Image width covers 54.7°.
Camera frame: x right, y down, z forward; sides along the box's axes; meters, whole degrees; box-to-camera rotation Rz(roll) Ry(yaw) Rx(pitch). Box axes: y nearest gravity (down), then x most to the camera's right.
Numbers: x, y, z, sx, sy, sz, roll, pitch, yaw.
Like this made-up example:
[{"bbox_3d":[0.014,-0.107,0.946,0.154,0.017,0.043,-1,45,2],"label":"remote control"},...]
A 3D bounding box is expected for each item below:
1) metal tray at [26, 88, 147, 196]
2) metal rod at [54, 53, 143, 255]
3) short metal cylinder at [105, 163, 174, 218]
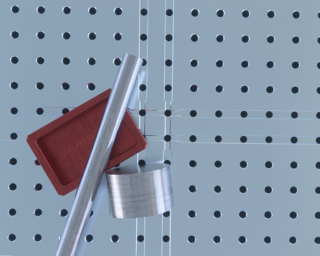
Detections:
[{"bbox_3d":[-0.094,0.018,0.409,0.130,0.030,0.090,-30,90,-1],"label":"metal tray"},{"bbox_3d":[-0.081,0.054,0.381,0.025,0.025,0.298,19,90,-1],"label":"metal rod"},{"bbox_3d":[-0.025,0.075,0.386,0.081,0.080,0.050,-6,90,0],"label":"short metal cylinder"}]
